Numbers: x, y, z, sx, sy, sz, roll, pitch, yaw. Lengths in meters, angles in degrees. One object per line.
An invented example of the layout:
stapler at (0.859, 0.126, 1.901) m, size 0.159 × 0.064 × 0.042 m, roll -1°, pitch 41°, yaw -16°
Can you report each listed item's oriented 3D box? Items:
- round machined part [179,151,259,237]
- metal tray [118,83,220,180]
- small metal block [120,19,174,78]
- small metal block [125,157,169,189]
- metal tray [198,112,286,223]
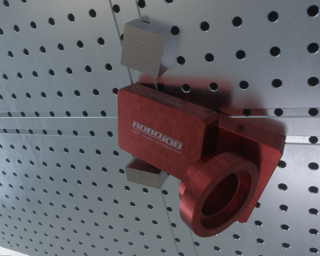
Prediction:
round machined part at (0.060, 0.068, 0.345) m, size 0.042 × 0.099 × 0.097 m, roll 37°, pitch 137°, yaw 44°
metal tray at (0.004, 0.005, 0.386) m, size 0.130 × 0.030 × 0.089 m, roll 24°, pitch 125°, yaw 31°
small metal block at (-0.016, -0.093, 0.362) m, size 0.050 × 0.025 × 0.050 m, roll 22°, pitch 127°, yaw 14°
small metal block at (-0.013, 0.055, 0.436) m, size 0.050 × 0.050 × 0.025 m, roll 9°, pitch 123°, yaw 23°
metal tray at (0.089, 0.053, 0.394) m, size 0.090 × 0.030 × 0.129 m, roll 23°, pitch 127°, yaw 14°
